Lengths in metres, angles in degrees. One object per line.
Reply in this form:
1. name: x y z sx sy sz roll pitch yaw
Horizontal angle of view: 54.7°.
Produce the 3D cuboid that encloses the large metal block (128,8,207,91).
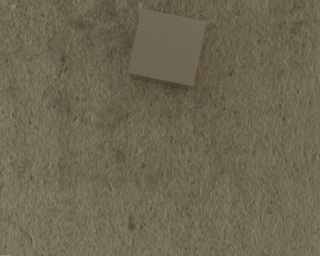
1. large metal block: 0.009 -0.097 0.398 0.080 0.050 0.080 12 90 -1
